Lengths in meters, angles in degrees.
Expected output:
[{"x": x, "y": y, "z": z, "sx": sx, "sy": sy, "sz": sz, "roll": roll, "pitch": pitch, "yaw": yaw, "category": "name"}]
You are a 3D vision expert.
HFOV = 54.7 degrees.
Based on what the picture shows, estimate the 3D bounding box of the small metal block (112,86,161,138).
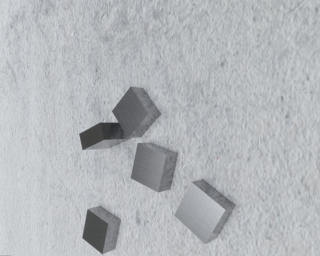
[{"x": -0.034, "y": -0.021, "z": 0.431, "sx": 0.050, "sy": 0.025, "sz": 0.050, "roll": -48, "pitch": 62, "yaw": 29, "category": "small metal block"}]

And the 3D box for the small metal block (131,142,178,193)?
[{"x": -0.008, "y": 0.051, "z": 0.410, "sx": 0.050, "sy": 0.025, "sz": 0.050, "roll": 19, "pitch": 102, "yaw": 38, "category": "small metal block"}]

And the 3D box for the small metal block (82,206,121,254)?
[{"x": -0.090, "y": 0.156, "z": 0.477, "sx": 0.050, "sy": 0.025, "sz": 0.050, "roll": 20, "pitch": 102, "yaw": 38, "category": "small metal block"}]

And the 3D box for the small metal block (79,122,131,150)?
[{"x": -0.080, "y": 0.012, "z": 0.452, "sx": 0.050, "sy": 0.050, "sz": 0.025, "roll": -24, "pitch": 75, "yaw": 37, "category": "small metal block"}]

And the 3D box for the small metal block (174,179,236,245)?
[{"x": 0.051, "y": 0.096, "z": 0.361, "sx": 0.050, "sy": 0.025, "sz": 0.050, "roll": 37, "pitch": 112, "yaw": 33, "category": "small metal block"}]
